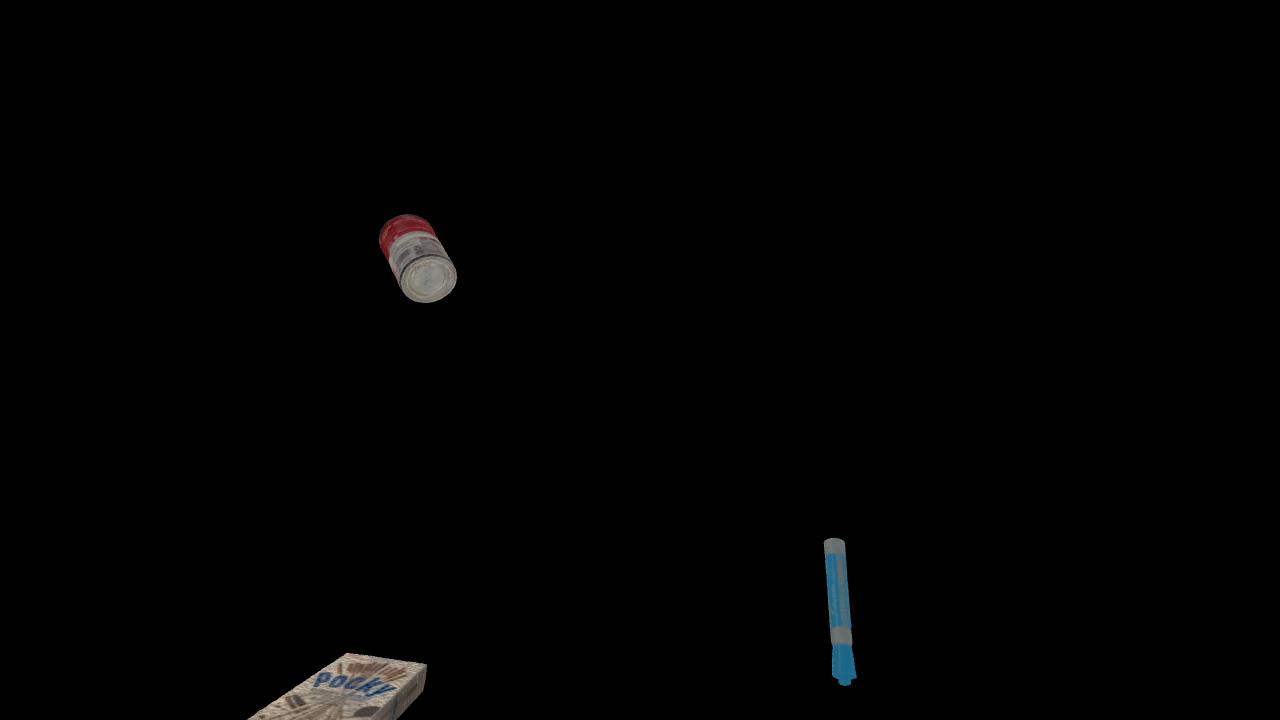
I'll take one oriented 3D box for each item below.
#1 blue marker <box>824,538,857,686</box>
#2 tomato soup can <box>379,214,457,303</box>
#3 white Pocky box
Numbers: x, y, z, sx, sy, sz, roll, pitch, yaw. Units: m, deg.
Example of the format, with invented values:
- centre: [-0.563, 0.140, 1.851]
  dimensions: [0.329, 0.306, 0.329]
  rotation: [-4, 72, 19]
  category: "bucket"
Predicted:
- centre: [0.171, 0.213, 0.528]
  dimensions: [0.020, 0.121, 0.020]
  rotation: [6, -41, 5]
  category: "blue marker"
- centre: [-0.267, -0.123, 0.742]
  dimensions: [0.068, 0.068, 0.101]
  rotation: [0, 37, -39]
  category: "tomato soup can"
- centre: [-0.248, 0.289, 0.512]
  dimensions: [0.084, 0.028, 0.154]
  rotation: [7, -6, 4]
  category: "white Pocky box"
